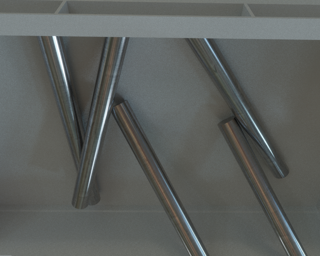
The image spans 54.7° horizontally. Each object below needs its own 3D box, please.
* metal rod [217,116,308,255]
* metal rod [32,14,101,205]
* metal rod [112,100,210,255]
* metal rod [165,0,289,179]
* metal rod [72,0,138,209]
[{"bbox_3d":[0.159,0.119,0.426,0.025,0.025,0.299,-27,99,20],"label":"metal rod"},{"bbox_3d":[-0.113,0.003,0.410,0.025,0.025,0.298,-1,130,1],"label":"metal rod"},{"bbox_3d":[0.015,0.101,0.414,0.025,0.025,0.299,-24,102,18],"label":"metal rod"},{"bbox_3d":[0.099,-0.029,0.384,0.025,0.025,0.300,-27,126,21],"label":"metal rod"},{"bbox_3d":[-0.076,-0.007,0.382,0.025,0.025,0.298,13,123,-11],"label":"metal rod"}]
